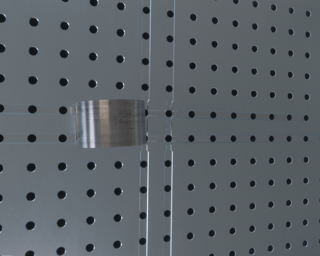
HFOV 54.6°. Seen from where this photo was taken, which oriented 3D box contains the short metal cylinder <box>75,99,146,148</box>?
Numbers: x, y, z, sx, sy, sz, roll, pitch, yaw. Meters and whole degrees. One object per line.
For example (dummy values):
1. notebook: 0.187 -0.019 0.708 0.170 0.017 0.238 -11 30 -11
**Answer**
1. short metal cylinder: -0.057 -0.005 0.362 0.081 0.080 0.050 -3 91 -20
